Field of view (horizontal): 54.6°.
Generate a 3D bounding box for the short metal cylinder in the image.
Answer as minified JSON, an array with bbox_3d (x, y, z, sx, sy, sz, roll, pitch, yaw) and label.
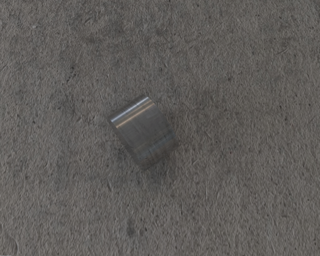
[{"bbox_3d":[-0.021,0.006,0.377,0.050,0.080,0.080,-35,74,-11],"label":"short metal cylinder"}]
